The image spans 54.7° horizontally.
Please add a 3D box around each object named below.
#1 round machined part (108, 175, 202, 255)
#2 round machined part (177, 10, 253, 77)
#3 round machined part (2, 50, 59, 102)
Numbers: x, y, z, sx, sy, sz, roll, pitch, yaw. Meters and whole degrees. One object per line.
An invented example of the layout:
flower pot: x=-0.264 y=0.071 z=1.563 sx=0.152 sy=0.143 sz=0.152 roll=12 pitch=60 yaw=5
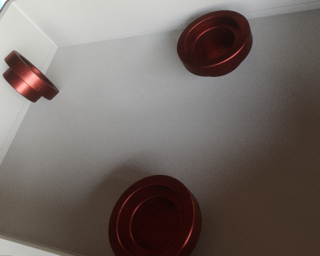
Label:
round machined part: x=-0.002 y=0.103 z=0.328 sx=0.098 sy=0.042 sz=0.098 roll=-16 pitch=49 yaw=20
round machined part: x=0.076 y=-0.109 z=0.422 sx=0.098 sy=0.042 sz=0.098 roll=-13 pitch=56 yaw=21
round machined part: x=-0.224 y=-0.081 z=0.527 sx=0.042 sy=0.098 sz=0.098 roll=-45 pitch=51 yaw=-3
